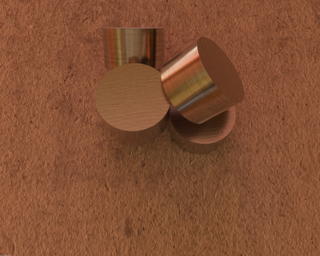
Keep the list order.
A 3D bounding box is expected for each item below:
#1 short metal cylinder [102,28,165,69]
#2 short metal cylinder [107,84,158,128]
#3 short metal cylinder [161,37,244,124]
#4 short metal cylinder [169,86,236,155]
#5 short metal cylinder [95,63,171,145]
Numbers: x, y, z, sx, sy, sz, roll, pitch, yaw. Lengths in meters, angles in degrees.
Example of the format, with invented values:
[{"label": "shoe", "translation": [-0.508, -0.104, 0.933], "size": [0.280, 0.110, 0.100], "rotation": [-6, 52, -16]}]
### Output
[{"label": "short metal cylinder", "translation": [-0.034, -0.107, 0.412], "size": [0.081, 0.080, 0.050], "rotation": [0, 109, 0]}, {"label": "short metal cylinder", "translation": [-0.039, -0.030, 0.406], "size": [0.081, 0.050, 0.080], "rotation": [0, 70, 0]}, {"label": "short metal cylinder", "translation": [0.047, -0.051, 0.339], "size": [0.050, 0.081, 0.080], "rotation": [-32, 67, 34]}, {"label": "short metal cylinder", "translation": [0.052, -0.011, 0.400], "size": [0.081, 0.050, 0.080], "rotation": [0, 70, 0]}, {"label": "short metal cylinder", "translation": [-0.028, -0.026, 0.351], "size": [0.081, 0.050, 0.080], "rotation": [0, 70, 0]}]
